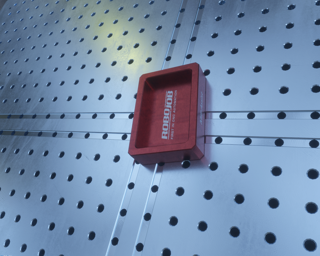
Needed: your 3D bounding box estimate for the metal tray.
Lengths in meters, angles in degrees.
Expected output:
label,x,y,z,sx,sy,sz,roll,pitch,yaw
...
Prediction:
label,x,y,z,sx,sy,sz,roll,pitch,yaw
metal tray,0.012,-0.020,0.411,0.090,0.030,0.130,-8,58,24
